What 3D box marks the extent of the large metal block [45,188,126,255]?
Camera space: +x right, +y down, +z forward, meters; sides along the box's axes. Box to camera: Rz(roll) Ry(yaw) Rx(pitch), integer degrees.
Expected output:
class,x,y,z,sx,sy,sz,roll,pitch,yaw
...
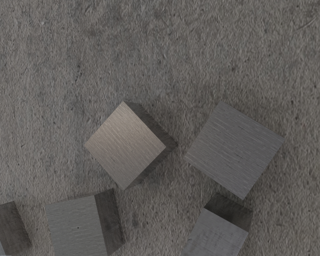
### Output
class,x,y,z,sx,sy,sz,roll,pitch,yaw
large metal block,-0.103,0.135,0.432,0.080,0.050,0.080,-15,85,19

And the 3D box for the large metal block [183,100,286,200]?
class,x,y,z,sx,sy,sz,roll,pitch,yaw
large metal block,0.088,0.024,0.365,0.080,0.050,0.080,34,101,16

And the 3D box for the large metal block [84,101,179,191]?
class,x,y,z,sx,sy,sz,roll,pitch,yaw
large metal block,-0.037,0.022,0.409,0.080,0.050,0.080,-47,76,14

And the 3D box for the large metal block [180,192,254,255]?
class,x,y,z,sx,sy,sz,roll,pitch,yaw
large metal block,0.064,0.129,0.357,0.050,0.080,0.080,26,99,18

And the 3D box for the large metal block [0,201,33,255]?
class,x,y,z,sx,sy,sz,roll,pitch,yaw
large metal block,-0.263,0.173,0.489,0.080,0.050,0.080,-30,80,17
